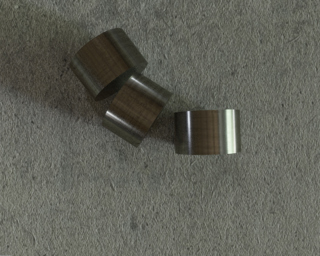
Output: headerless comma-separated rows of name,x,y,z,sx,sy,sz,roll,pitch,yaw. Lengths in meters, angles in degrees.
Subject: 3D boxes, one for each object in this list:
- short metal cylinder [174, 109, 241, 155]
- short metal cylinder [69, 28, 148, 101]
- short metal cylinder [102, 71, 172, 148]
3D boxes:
short metal cylinder,0.058,0.005,0.383,0.081,0.080,0.050,-2,90,0
short metal cylinder,-0.062,-0.077,0.382,0.080,0.080,0.050,-37,90,0
short metal cylinder,-0.027,-0.022,0.382,0.050,0.080,0.080,33,90,0
